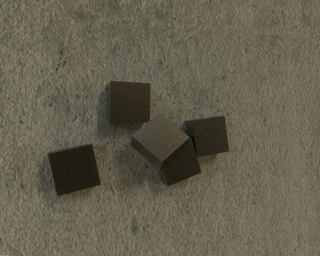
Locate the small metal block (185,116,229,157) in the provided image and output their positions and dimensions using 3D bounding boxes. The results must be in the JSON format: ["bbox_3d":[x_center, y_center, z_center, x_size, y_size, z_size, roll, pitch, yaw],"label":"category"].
[{"bbox_3d":[0.065,0.011,0.433,0.050,0.025,0.050,-8,93,-20],"label":"small metal block"}]

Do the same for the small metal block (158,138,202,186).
[{"bbox_3d":[0.022,0.044,0.417,0.050,0.025,0.050,-19,97,-19],"label":"small metal block"}]

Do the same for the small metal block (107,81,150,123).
[{"bbox_3d":[-0.040,-0.032,0.394,0.050,0.025,0.050,1,90,-20],"label":"small metal block"}]

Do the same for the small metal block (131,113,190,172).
[{"bbox_3d":[0.000,0.017,0.387,0.050,0.025,0.050,40,60,19],"label":"small metal block"}]

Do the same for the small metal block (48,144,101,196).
[{"bbox_3d":[-0.103,0.049,0.371,0.050,0.025,0.050,-12,94,-20],"label":"small metal block"}]
